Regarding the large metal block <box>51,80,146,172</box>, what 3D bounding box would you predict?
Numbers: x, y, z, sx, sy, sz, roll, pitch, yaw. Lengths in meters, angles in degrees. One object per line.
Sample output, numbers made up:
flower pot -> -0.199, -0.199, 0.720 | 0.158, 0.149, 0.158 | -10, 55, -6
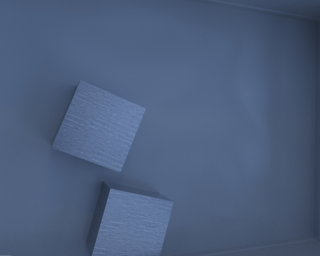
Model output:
large metal block -> -0.074, -0.001, 0.370 | 0.080, 0.050, 0.080 | 23, 82, -19

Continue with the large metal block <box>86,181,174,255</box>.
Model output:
large metal block -> -0.038, 0.117, 0.383 | 0.081, 0.050, 0.080 | 17, 85, -19
